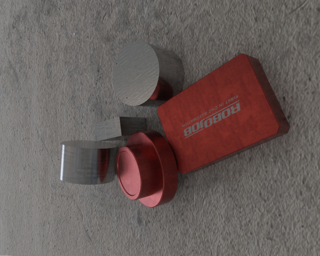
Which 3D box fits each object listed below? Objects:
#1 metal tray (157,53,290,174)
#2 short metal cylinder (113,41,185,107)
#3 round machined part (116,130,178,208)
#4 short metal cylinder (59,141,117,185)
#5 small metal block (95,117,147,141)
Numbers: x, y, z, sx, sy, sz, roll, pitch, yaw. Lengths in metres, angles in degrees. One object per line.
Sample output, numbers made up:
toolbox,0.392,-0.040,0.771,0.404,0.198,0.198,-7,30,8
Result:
metal tray,0.064,-0.011,0.349,0.130,0.030,0.090,-30,71,36
short metal cylinder,-0.015,-0.067,0.402,0.080,0.050,0.080,0,90,40
round machined part,-0.023,0.053,0.394,0.098,0.042,0.097,21,115,54
short metal cylinder,-0.105,0.048,0.456,0.080,0.081,0.050,8,96,39
small metal block,-0.053,0.002,0.433,0.050,0.050,0.025,-13,82,39
